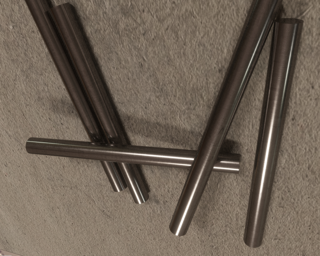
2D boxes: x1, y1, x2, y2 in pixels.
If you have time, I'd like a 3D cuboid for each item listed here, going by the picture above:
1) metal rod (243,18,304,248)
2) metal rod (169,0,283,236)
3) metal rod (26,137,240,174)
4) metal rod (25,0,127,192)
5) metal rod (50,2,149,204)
[{"bbox_3d":[0.124,0.030,0.359,0.025,0.025,0.298,11,123,22],"label":"metal rod"},{"bbox_3d":[0.062,0.007,0.348,0.025,0.025,0.298,23,118,13],"label":"metal rod"},{"bbox_3d":[-0.047,0.035,0.422,0.301,0.025,0.025,4,121,15],"label":"metal rod"},{"bbox_3d":[-0.110,-0.036,0.440,0.025,0.025,0.298,-6,116,31],"label":"metal rod"},{"bbox_3d":[-0.076,-0.019,0.433,0.025,0.025,0.298,-6,116,30],"label":"metal rod"}]
